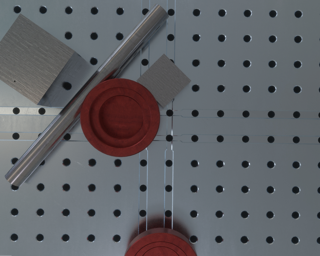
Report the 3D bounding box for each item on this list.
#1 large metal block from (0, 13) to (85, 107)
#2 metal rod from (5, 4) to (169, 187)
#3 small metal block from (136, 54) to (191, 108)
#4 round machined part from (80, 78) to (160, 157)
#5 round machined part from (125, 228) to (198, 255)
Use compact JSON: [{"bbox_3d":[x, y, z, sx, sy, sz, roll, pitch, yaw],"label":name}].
[{"bbox_3d":[-0.159,-0.084,0.399,0.080,0.050,0.080,35,90,0],"label":"large metal block"},{"bbox_3d":[-0.096,-0.044,0.412,0.025,0.025,0.300,41,90,0],"label":"metal rod"},{"bbox_3d":[0.005,-0.061,0.413,0.050,0.025,0.050,-45,90,0],"label":"small metal block"},{"bbox_3d":[-0.049,-0.014,0.401,0.099,0.042,0.097,0,96,0],"label":"round machined part"},{"bbox_3d":[0.001,0.179,0.405,0.099,0.042,0.097,0,90,0],"label":"round machined part"}]
